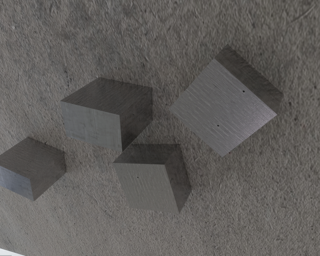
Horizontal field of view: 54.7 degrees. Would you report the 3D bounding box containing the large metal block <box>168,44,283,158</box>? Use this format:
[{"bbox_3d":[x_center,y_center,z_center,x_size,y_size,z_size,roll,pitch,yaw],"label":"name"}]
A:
[{"bbox_3d":[0.070,-0.028,0.336,0.080,0.050,0.080,42,129,-1],"label":"large metal block"}]

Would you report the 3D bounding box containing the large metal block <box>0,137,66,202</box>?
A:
[{"bbox_3d":[-0.221,0.067,0.530,0.080,0.080,0.050,19,126,17],"label":"large metal block"}]

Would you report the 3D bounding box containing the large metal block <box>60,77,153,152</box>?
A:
[{"bbox_3d":[-0.064,-0.021,0.392,0.080,0.080,0.050,14,124,20],"label":"large metal block"}]

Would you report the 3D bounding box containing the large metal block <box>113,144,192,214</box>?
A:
[{"bbox_3d":[-0.009,0.069,0.438,0.080,0.050,0.080,-2,118,29],"label":"large metal block"}]
